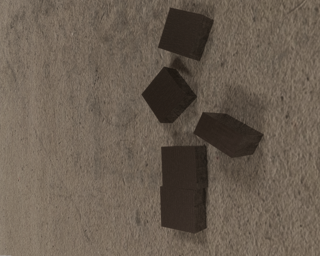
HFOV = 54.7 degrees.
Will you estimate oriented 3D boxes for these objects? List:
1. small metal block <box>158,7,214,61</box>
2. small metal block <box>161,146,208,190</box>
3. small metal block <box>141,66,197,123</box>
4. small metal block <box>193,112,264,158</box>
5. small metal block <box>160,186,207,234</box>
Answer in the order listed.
[{"bbox_3d":[0.031,-0.114,0.378,0.050,0.025,0.050,29,108,36],"label":"small metal block"},{"bbox_3d":[0.030,0.047,0.379,0.050,0.025,0.050,-3,88,39],"label":"small metal block"},{"bbox_3d":[0.011,-0.041,0.394,0.050,0.025,0.050,-48,62,29],"label":"small metal block"},{"bbox_3d":[0.073,0.006,0.327,0.050,0.050,0.025,35,111,34],"label":"small metal block"},{"bbox_3d":[0.028,0.097,0.380,0.050,0.025,0.050,-3,88,39],"label":"small metal block"}]
